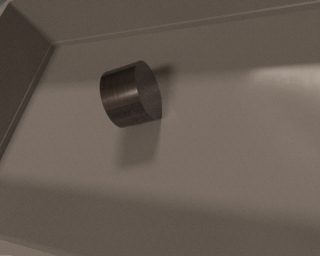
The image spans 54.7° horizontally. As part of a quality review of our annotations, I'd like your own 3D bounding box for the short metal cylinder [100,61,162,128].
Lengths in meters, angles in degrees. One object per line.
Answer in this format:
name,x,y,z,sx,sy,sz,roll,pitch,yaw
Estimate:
short metal cylinder,-0.037,-0.044,0.415,0.050,0.080,0.080,-14,56,20
